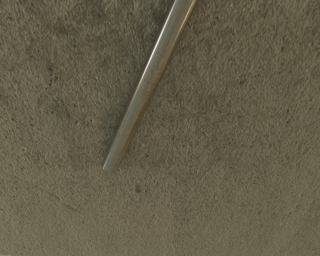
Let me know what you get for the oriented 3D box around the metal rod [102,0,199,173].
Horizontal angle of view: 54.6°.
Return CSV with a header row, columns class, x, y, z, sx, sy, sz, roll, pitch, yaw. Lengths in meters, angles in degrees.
class,x,y,z,sx,sy,sz,roll,pitch,yaw
metal rod,-0.016,-0.050,0.364,0.025,0.025,0.298,17,128,-14
